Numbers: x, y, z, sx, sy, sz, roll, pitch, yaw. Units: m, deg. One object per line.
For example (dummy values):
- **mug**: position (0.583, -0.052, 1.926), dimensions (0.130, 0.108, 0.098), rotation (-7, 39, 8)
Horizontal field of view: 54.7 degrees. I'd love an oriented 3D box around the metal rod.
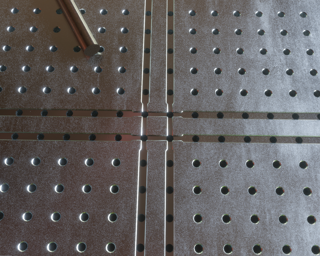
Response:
- **metal rod**: position (-0.170, -0.238, 0.497), dimensions (0.025, 0.025, 0.299), rotation (-27, 72, -9)
